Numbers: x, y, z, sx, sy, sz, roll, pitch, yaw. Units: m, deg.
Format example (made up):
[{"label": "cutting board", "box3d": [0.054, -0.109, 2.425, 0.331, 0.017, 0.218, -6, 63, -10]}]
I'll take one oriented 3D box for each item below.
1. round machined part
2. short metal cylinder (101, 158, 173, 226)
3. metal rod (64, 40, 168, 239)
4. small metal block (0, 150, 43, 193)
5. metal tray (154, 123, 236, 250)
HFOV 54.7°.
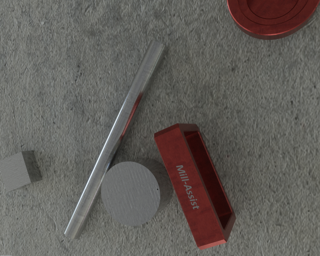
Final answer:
[{"label": "round machined part", "box3d": [0.129, -0.149, 0.354, 0.098, 0.042, 0.097, 0, 90, 20]}, {"label": "short metal cylinder", "box3d": [-0.029, 0.081, 0.406, 0.080, 0.050, 0.080, 0, 90, 20]}, {"label": "metal rod", "box3d": [-0.064, 0.022, 0.431, 0.025, 0.025, 0.298, 29, 99, 17]}, {"label": "small metal block", "box3d": [-0.220, 0.068, 0.486, 0.050, 0.025, 0.050, -23, 83, 18]}, {"label": "metal tray", "box3d": [0.044, 0.060, 0.358, 0.030, 0.090, 0.129, -25, 82, 18]}]
